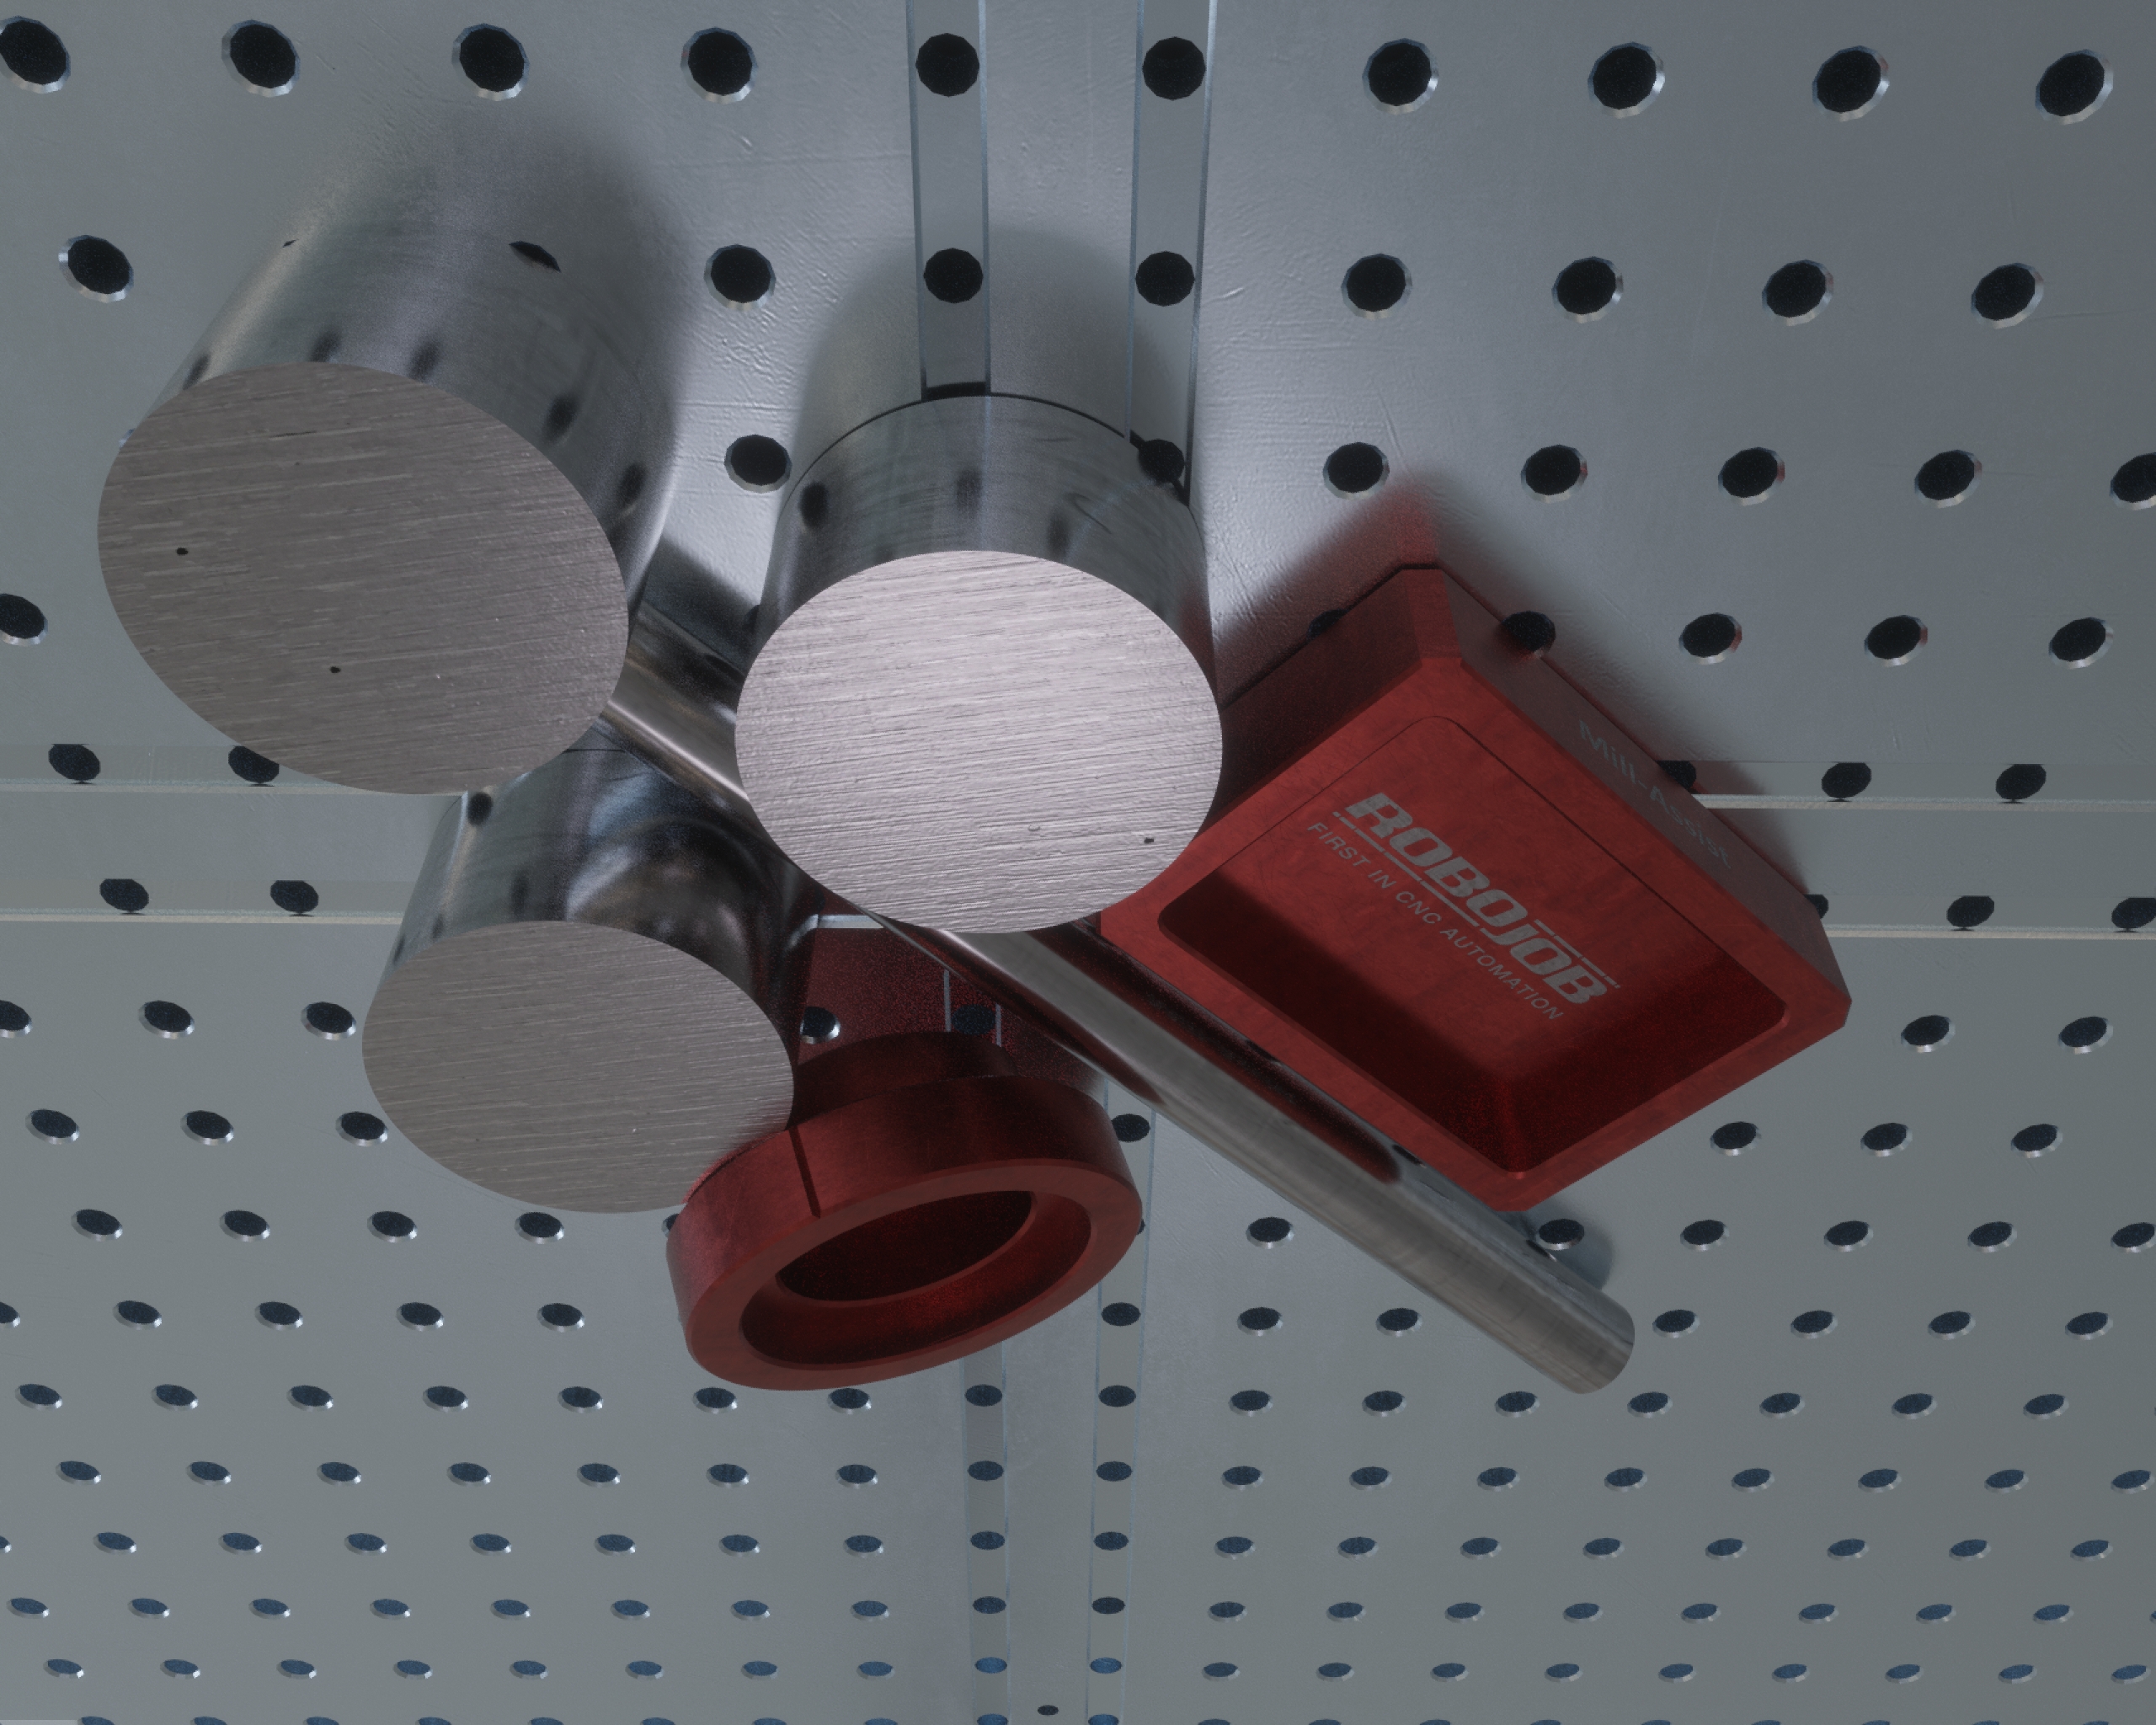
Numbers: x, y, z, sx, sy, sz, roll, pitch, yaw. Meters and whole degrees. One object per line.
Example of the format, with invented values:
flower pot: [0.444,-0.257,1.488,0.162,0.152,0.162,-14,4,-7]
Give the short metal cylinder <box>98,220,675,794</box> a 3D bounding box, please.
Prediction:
short metal cylinder: [-0.111,-0.058,0.345,0.081,0.050,0.079,0,130,0]

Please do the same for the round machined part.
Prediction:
round machined part: [-0.039,0.071,0.447,0.099,0.042,0.098,-15,147,-10]

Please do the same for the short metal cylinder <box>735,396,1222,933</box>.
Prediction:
short metal cylinder: [-0.016,-0.034,0.365,0.081,0.050,0.079,0,130,0]

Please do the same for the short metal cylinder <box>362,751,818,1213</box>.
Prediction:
short metal cylinder: [-0.094,0.024,0.415,0.081,0.050,0.079,0,130,0]

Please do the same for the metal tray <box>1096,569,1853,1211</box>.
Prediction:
metal tray: [0.079,0.011,0.417,0.130,0.030,0.090,36,122,-27]

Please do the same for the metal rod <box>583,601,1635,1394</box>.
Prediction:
metal rod: [0.019,0.040,0.446,0.301,0.025,0.025,36,121,-27]
